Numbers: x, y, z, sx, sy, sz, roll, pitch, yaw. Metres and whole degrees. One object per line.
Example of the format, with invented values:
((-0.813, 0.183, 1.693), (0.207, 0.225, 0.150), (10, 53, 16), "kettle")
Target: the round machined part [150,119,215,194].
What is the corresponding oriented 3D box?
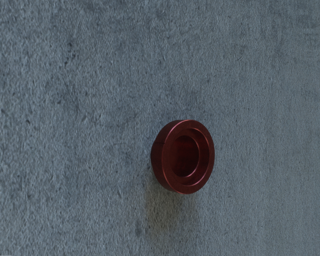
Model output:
((0.026, 0.037, 0.419), (0.099, 0.042, 0.097), (0, 90, -40), "round machined part")
